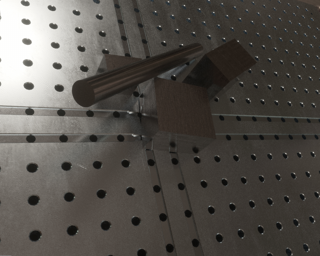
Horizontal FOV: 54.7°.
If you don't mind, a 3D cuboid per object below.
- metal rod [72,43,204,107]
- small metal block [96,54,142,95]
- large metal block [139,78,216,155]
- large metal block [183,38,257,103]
[{"bbox_3d":[-0.003,-0.081,0.400,0.025,0.025,0.302,46,33,4],"label":"metal rod"},{"bbox_3d":[-0.054,-0.069,0.406,0.050,0.050,0.025,1,62,-28],"label":"small metal block"},{"bbox_3d":[0.021,-0.015,0.414,0.081,0.050,0.080,9,58,-24],"label":"large metal block"},{"bbox_3d":[0.086,-0.080,0.470,0.081,0.080,0.050,-35,82,-38],"label":"large metal block"}]
